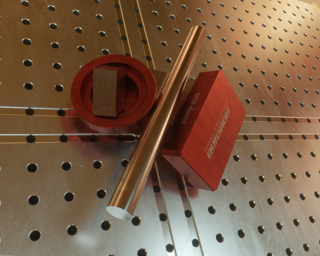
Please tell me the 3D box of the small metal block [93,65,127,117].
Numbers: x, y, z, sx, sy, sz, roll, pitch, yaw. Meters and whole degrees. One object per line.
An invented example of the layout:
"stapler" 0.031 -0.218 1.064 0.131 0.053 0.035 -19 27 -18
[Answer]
"small metal block" -0.057 -0.044 0.354 0.025 0.050 0.050 6 17 4

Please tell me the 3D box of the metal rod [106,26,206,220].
"metal rod" 0.010 -0.032 0.370 0.025 0.025 0.300 30 52 -9

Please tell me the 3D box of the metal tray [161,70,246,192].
"metal tray" 0.061 0.003 0.395 0.090 0.030 0.130 48 58 -37

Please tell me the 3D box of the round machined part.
"round machined part" -0.054 -0.037 0.375 0.099 0.042 0.098 1 67 -1

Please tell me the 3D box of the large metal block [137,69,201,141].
"large metal block" 0.015 -0.025 0.417 0.081 0.050 0.080 9 58 -24
